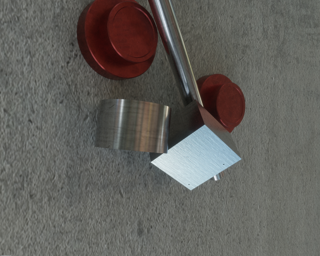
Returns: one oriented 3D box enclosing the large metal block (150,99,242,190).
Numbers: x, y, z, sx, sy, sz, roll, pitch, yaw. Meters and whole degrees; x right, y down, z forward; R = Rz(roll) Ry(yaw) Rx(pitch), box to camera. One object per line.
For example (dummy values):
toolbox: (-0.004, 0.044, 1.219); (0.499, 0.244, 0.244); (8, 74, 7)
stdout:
large metal block: (0.042, 0.024, 0.396); (0.080, 0.080, 0.050); (40, 24, -33)

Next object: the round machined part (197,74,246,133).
round machined part: (0.093, -0.034, 0.471); (0.099, 0.042, 0.097); (0, 90, -40)

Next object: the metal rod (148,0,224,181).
metal rod: (0.038, -0.048, 0.405); (0.025, 0.025, 0.299); (-42, 125, -32)

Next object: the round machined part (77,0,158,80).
round machined part: (-0.041, -0.106, 0.359); (0.099, 0.042, 0.097); (0, 90, -40)

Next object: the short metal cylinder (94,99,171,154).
short metal cylinder: (-0.029, 0.000, 0.344); (0.081, 0.080, 0.050); (9, 85, -40)
